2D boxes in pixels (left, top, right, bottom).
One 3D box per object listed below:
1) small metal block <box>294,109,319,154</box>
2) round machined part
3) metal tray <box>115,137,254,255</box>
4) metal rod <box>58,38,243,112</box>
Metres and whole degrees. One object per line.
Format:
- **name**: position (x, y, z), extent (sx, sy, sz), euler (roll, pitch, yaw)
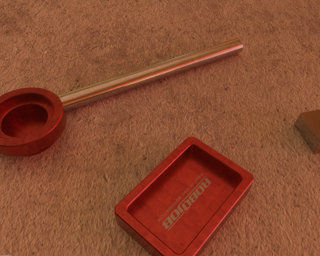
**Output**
- **small metal block**: position (0.214, 0.002, 0.403), extent (0.050, 0.025, 0.050), euler (-11, 51, -9)
- **round machined part**: position (-0.169, -0.003, 0.394), extent (0.099, 0.042, 0.098), euler (0, 50, 0)
- **metal tray**: position (0.028, 0.077, 0.335), extent (0.090, 0.030, 0.131), euler (34, 58, 25)
- **metal rod**: position (-0.003, -0.086, 0.475), extent (0.302, 0.025, 0.025), euler (-21, 53, -17)
